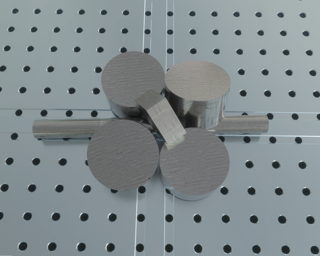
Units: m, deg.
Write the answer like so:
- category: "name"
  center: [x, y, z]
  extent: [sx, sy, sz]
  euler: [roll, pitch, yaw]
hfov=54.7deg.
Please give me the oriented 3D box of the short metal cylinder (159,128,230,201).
- category: "short metal cylinder"
  center: [0.040, 0.045, 0.378]
  extent: [0.081, 0.050, 0.080]
  euler: [0, 70, 0]

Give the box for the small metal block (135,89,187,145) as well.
- category: "small metal block"
  center: [0.000, -0.014, 0.362]
  extent: [0.025, 0.050, 0.050]
  euler: [-35, 116, -6]

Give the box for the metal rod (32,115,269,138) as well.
- category: "metal rod"
  center: [-0.011, -0.002, 0.408]
  extent: [0.302, 0.025, 0.025]
  euler: [-1, 70, -1]

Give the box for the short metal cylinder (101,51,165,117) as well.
- category: "short metal cylinder"
  center: [-0.034, -0.054, 0.414]
  extent: [0.081, 0.050, 0.080]
  euler: [0, 70, 0]

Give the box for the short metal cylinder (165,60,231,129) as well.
- category: "short metal cylinder"
  center: [0.046, -0.043, 0.396]
  extent: [0.081, 0.050, 0.080]
  euler: [0, 47, 0]

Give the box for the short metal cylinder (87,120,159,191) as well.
- category: "short metal cylinder"
  center: [-0.041, 0.030, 0.370]
  extent: [0.081, 0.050, 0.079]
  euler: [0, 90, -1]
